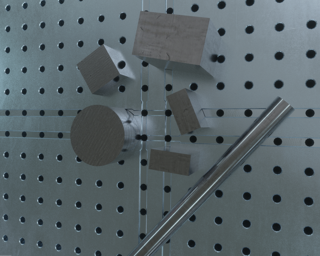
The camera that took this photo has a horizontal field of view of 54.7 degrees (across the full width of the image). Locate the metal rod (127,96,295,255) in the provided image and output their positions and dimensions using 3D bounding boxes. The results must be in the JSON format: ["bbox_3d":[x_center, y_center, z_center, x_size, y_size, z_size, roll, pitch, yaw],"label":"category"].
[{"bbox_3d":[0.052,0.082,0.393,0.025,0.025,0.299,44,103,14],"label":"metal rod"}]

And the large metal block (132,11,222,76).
[{"bbox_3d":[0.024,-0.099,0.374,0.080,0.080,0.050,13,95,19],"label":"large metal block"}]

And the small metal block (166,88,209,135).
[{"bbox_3d":[0.036,-0.019,0.386,0.025,0.050,0.050,-23,83,18],"label":"small metal block"}]

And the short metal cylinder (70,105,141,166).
[{"bbox_3d":[-0.074,0.010,0.424,0.080,0.050,0.079,0,90,19],"label":"short metal cylinder"}]

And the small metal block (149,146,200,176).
[{"bbox_3d":[0.020,0.040,0.392,0.050,0.050,0.025,7,93,19],"label":"small metal block"}]

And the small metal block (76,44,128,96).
[{"bbox_3d":[-0.082,-0.082,0.440,0.050,0.025,0.050,-32,80,16],"label":"small metal block"}]
